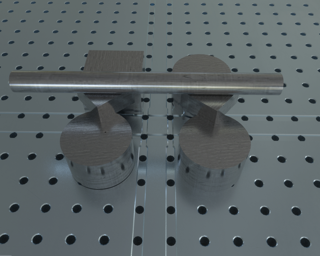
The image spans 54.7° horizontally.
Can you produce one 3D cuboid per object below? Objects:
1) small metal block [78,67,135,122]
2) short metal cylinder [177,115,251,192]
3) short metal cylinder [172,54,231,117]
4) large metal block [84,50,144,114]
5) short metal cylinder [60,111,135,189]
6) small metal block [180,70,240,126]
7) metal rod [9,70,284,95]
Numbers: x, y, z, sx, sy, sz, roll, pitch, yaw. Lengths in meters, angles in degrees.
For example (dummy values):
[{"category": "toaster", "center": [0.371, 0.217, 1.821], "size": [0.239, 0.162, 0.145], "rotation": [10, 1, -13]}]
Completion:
[{"category": "small metal block", "center": [-0.067, -0.042, 0.378], "size": [0.050, 0.025, 0.050], "rotation": [-33, 57, -25]}, {"category": "short metal cylinder", "center": [0.062, 0.028, 0.368], "size": [0.080, 0.050, 0.080], "rotation": [0, 50, 0]}, {"category": "short metal cylinder", "center": [0.057, -0.061, 0.443], "size": [0.080, 0.050, 0.080], "rotation": [0, 50, 0]}, {"category": "large metal block", "center": [-0.065, -0.067, 0.446], "size": [0.080, 0.050, 0.080], "rotation": [1, 50, 1]}, {"category": "short metal cylinder", "center": [-0.072, 0.025, 0.369], "size": [0.080, 0.050, 0.080], "rotation": [0, 50, 0]}, {"category": "small metal block", "center": [0.061, -0.038, 0.375], "size": [0.050, 0.025, 0.050], "rotation": [33, 57, 24]}, {"category": "metal rod", "center": [-0.015, -0.051, 0.353], "size": [0.302, 0.025, 0.025], "rotation": [1, 50, 0]}]
